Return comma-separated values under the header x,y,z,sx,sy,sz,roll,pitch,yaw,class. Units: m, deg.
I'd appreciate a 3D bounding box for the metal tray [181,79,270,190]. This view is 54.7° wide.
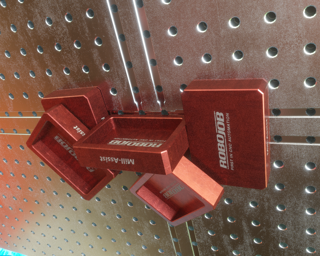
x,y,z,sx,sy,sz,roll,pitch,yaw,class
0.081,0.009,0.369,0.090,0.030,0.129,3,120,26,metal tray

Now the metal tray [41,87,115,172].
x,y,z,sx,sy,sz,roll,pitch,yaw,class
-0.115,0.006,0.470,0.090,0.030,0.129,-1,119,28,metal tray

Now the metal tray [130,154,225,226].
x,y,z,sx,sy,sz,roll,pitch,yaw,class
0.017,0.086,0.427,0.090,0.030,0.129,39,146,0,metal tray

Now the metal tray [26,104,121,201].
x,y,z,sx,sy,sz,roll,pitch,yaw,class
-0.126,0.038,0.455,0.130,0.030,0.090,44,128,-3,metal tray

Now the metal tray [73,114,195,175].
x,y,z,sx,sy,sz,roll,pitch,yaw,class
-0.031,0.016,0.393,0.130,0.090,0.030,2,119,27,metal tray
